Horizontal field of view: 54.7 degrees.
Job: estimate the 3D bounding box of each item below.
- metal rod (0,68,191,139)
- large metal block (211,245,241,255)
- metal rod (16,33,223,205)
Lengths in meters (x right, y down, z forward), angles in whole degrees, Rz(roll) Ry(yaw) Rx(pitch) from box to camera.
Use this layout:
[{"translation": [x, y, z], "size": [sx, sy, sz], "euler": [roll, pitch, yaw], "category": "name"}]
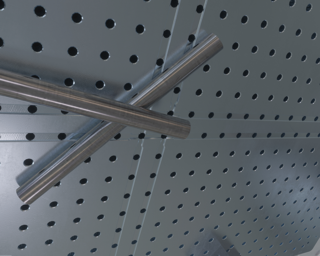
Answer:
[{"translation": [-0.099, -0.030, 0.316], "size": [0.302, 0.025, 0.025], "euler": [14, 111, -27], "category": "metal rod"}, {"translation": [0.138, 0.306, 0.660], "size": [0.080, 0.050, 0.080], "euler": [-48, 129, 6], "category": "large metal block"}, {"translation": [-0.047, -0.012, 0.377], "size": [0.300, 0.025, 0.025], "euler": [-39, 129, -2], "category": "metal rod"}]
